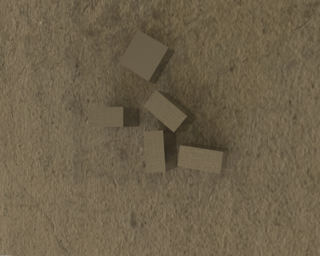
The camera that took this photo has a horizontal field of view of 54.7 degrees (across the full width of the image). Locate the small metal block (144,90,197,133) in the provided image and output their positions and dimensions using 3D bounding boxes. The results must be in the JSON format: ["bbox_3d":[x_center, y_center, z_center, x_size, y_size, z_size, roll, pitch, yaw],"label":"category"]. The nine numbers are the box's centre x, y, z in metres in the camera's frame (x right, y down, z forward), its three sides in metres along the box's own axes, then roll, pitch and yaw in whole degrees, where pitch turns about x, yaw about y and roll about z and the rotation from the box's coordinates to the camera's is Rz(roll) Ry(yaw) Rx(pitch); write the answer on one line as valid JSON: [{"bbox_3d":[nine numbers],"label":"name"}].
[{"bbox_3d":[0.014,-0.020,0.390,0.050,0.050,0.025,42,103,15],"label":"small metal block"}]

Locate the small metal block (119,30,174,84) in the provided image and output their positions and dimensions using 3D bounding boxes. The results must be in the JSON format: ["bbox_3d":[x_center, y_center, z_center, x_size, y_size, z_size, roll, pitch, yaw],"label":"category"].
[{"bbox_3d":[-0.018,-0.095,0.414,0.050,0.025,0.050,34,101,16],"label":"small metal block"}]

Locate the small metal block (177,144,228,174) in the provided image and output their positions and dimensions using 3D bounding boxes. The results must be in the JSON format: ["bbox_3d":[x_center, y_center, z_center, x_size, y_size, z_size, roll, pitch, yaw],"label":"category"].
[{"bbox_3d":[0.054,0.035,0.376,0.050,0.050,0.025,8,93,19],"label":"small metal block"}]

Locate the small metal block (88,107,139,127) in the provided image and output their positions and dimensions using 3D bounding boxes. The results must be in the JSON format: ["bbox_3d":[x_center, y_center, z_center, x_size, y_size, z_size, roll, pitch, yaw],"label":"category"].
[{"bbox_3d":[-0.061,-0.014,0.416,0.050,0.050,0.025,0,90,19],"label":"small metal block"}]

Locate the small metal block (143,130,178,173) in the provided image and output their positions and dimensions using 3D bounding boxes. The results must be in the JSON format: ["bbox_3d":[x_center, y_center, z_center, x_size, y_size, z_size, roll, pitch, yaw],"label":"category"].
[{"bbox_3d":[0.002,0.028,0.394,0.025,0.050,0.050,-4,89,20],"label":"small metal block"}]
